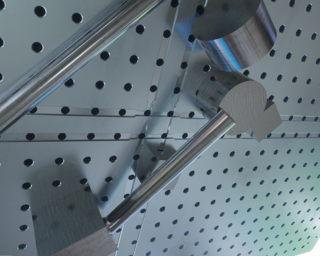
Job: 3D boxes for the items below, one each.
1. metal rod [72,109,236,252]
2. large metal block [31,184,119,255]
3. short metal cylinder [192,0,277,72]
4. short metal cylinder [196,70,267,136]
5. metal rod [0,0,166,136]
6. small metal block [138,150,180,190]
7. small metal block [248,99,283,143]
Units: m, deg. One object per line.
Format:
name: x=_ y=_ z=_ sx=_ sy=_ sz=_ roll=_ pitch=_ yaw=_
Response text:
metal rod: x=-0.018 y=0.086 z=0.420 sx=0.299 sy=0.025 sz=0.025 roll=-44 pitch=130 yaw=16
large metal block: x=-0.110 y=0.132 z=0.397 sx=0.080 sy=0.080 sz=0.050 roll=-25 pitch=128 yaw=-13
short metal cylinder: x=0.084 y=-0.111 z=0.352 sx=0.080 sy=0.080 sz=0.050 roll=-44 pitch=129 yaw=2
short metal cylinder: x=0.097 y=-0.036 z=0.425 sx=0.081 sy=0.050 sz=0.079 roll=-14 pitch=125 yaw=-21
metal rod: x=-0.061 y=-0.093 z=0.319 sx=0.300 sy=0.025 sz=0.025 roll=-40 pitch=129 yaw=-1
small metal block: x=0.003 y=0.062 z=0.451 sx=0.050 sy=0.025 sz=0.050 roll=9 pitch=114 yaw=-32
small metal block: x=0.160 y=-0.013 z=0.490 sx=0.050 sy=0.025 sz=0.050 roll=-40 pitch=130 yaw=-1
